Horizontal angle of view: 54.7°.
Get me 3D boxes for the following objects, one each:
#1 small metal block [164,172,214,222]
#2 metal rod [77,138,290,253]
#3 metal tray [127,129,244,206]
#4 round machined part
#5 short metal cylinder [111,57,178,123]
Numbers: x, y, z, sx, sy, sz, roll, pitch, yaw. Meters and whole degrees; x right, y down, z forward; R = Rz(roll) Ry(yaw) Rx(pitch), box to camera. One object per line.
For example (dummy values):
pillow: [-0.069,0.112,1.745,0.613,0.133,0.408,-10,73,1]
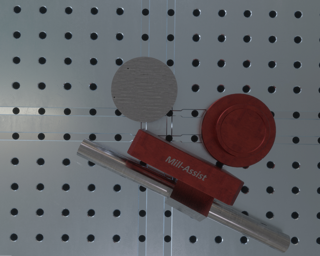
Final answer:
small metal block: [0.041,0.081,0.391,0.050,0.025,0.050,28,57,1]
metal rod: [0.031,0.090,0.413,0.301,0.025,0.025,26,90,0]
metal tray: [0.028,0.043,0.381,0.130,0.090,0.030,27,90,0]
round machined part: [0.104,0.003,0.406,0.099,0.042,0.097,0,90,0]
short metal cylinder: [-0.019,-0.047,0.400,0.081,0.050,0.079,0,90,-1]
